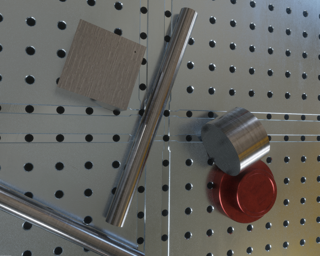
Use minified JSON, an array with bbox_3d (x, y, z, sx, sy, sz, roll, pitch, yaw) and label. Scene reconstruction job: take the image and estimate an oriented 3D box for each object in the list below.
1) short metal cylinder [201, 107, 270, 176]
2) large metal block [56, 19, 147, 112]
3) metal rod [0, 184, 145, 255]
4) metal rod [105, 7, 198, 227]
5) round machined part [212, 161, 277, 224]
[{"bbox_3d":[0.101,0.018,0.422,0.050,0.080,0.080,-29,100,-18],"label":"short metal cylinder"},{"bbox_3d":[-0.072,-0.071,0.373,0.081,0.050,0.080,19,84,-20],"label":"large metal block"},{"bbox_3d":[-0.148,0.096,0.358,0.301,0.025,0.025,33,79,-18],"label":"metal rod"},{"bbox_3d":[-0.009,-0.019,0.410,0.025,0.025,0.299,22,83,-19],"label":"metal rod"},{"bbox_3d":[0.130,0.092,0.454,0.099,0.042,0.097,0,90,-21],"label":"round machined part"}]
